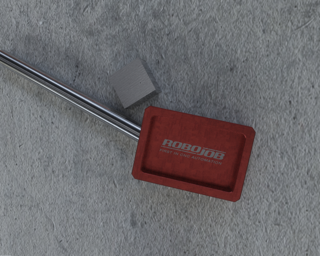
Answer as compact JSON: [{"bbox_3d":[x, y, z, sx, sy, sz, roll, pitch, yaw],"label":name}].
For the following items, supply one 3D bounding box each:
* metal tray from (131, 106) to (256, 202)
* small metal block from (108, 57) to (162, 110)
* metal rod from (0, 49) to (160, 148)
[{"bbox_3d":[0.039,0.029,0.376,0.131,0.030,0.089,12,94,6],"label":"metal tray"},{"bbox_3d":[-0.033,-0.059,0.420,0.050,0.025,0.050,-30,81,17],"label":"small metal block"},{"bbox_3d":[-0.126,-0.046,0.451,0.301,0.025,0.025,28,99,17],"label":"metal rod"}]
